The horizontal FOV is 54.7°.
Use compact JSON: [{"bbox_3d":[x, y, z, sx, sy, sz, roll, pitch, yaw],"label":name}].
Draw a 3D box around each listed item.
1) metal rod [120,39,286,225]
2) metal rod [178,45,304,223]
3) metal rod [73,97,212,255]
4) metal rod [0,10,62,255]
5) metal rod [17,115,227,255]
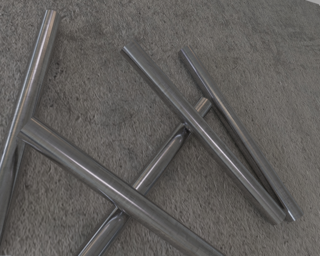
[{"bbox_3d":[0.059,0.010,0.400,0.300,0.025,0.025,48,51,-6],"label":"metal rod"},{"bbox_3d":[0.114,0.000,0.464,0.025,0.025,0.299,-20,73,-36],"label":"metal rod"},{"bbox_3d":[-0.010,0.054,0.365,0.025,0.025,0.301,41,51,-1],"label":"metal rod"},{"bbox_3d":[-0.146,-0.021,0.337,0.025,0.025,0.299,14,56,-21],"label":"metal rod"},{"bbox_3d":[-0.008,0.090,0.315,0.301,0.025,0.025,39,51,-13],"label":"metal rod"}]
